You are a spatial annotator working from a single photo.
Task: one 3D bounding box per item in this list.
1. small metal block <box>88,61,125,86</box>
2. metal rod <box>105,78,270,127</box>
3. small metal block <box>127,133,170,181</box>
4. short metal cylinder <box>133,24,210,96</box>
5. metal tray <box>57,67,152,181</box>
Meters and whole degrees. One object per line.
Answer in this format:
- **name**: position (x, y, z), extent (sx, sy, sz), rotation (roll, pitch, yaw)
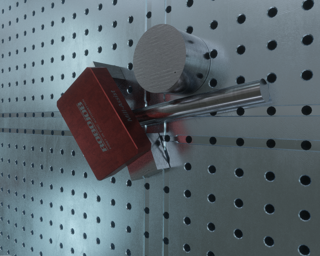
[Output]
- **small metal block**: position (-0.090, -0.071, 0.464), extent (0.050, 0.050, 0.025), rotation (-39, 67, 33)
- **metal rod**: position (-0.007, -0.019, 0.413), extent (0.300, 0.025, 0.025), rotation (-10, 84, 39)
- **small metal block**: position (-0.021, 0.040, 0.423), extent (0.050, 0.025, 0.050), rotation (-29, 72, 36)
- **short metal cylinder**: position (0.013, -0.081, 0.379), extent (0.080, 0.050, 0.079), rotation (0, 90, 39)
- **metal tray**: position (-0.079, -0.006, 0.418), extent (0.090, 0.030, 0.130), rotation (-37, 79, 34)
